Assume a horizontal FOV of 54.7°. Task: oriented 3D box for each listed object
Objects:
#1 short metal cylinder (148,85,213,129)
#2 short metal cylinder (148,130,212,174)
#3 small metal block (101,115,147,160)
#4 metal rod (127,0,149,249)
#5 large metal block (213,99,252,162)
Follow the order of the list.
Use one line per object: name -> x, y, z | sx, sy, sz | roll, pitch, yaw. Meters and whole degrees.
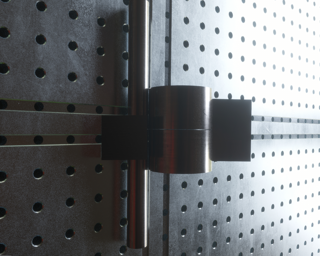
short metal cylinder -> 0.025, -0.023, 0.390 | 0.081, 0.080, 0.050 | 1, 90, -40
short metal cylinder -> 0.025, 0.027, 0.390 | 0.081, 0.080, 0.050 | 1, 90, -40
small metal block -> -0.041, 0.011, 0.356 | 0.050, 0.025, 0.050 | 0, 89, -5
metal rod -> -0.027, -0.005, 0.381 | 0.025, 0.025, 0.298 | 1, 90, -40
large metal block -> 0.090, 0.003, 0.435 | 0.050, 0.080, 0.079 | 1, 90, -2
